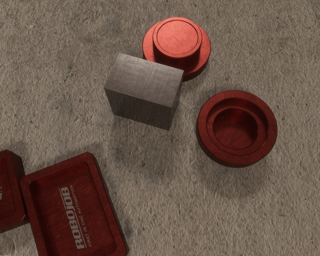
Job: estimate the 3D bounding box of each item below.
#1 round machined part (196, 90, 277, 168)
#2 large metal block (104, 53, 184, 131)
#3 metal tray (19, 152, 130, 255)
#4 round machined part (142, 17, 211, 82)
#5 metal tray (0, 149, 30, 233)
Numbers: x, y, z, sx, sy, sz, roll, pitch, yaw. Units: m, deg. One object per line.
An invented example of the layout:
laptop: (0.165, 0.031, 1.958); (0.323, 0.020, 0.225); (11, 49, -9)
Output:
round machined part: (0.095, 0.004, 0.399); (0.099, 0.042, 0.098); (0, 70, -1)
large metal block: (-0.018, -0.043, 0.394); (0.080, 0.080, 0.050); (17, 71, 5)
metal tray: (-0.101, 0.104, 0.366); (0.091, 0.030, 0.130); (-21, 72, -8)
round machined part: (0.024, -0.118, 0.443); (0.099, 0.042, 0.098); (0, 70, -1)
metal tray: (-0.228, 0.090, 0.369); (0.131, 0.030, 0.090); (-19, 71, -7)
